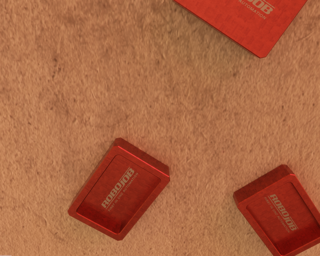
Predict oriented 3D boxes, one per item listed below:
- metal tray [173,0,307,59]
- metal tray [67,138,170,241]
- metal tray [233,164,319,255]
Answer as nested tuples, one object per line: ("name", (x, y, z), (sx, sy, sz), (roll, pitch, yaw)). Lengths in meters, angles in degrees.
("metal tray", (0.090, -0.152, 0.353), (0.131, 0.030, 0.090), (30, 107, -11))
("metal tray", (-0.058, 0.089, 0.439), (0.090, 0.030, 0.129), (33, 106, -12))
("metal tray", (0.180, 0.128, 0.456), (0.090, 0.030, 0.130), (-34, 107, 11))
